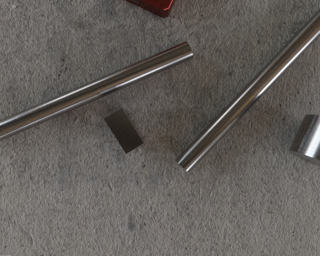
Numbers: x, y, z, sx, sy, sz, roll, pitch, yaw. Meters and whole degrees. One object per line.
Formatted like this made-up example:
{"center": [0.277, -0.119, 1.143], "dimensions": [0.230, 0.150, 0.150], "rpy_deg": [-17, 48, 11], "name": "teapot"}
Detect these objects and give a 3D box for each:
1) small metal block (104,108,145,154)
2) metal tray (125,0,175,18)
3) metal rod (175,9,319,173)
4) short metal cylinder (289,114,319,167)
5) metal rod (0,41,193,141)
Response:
{"center": [-0.044, 0.003, 0.397], "dimensions": [0.025, 0.050, 0.050], "rpy_deg": [-32, 90, 0], "name": "small metal block"}
{"center": [-0.031, -0.215, 0.407], "dimensions": [0.131, 0.030, 0.090], "rpy_deg": [25, 90, -1], "name": "metal tray"}
{"center": [0.133, -0.057, 0.411], "dimensions": [0.025, 0.025, 0.300], "rpy_deg": [44, 90, -1], "name": "metal rod"}
{"center": [0.210, 0.022, 0.385], "dimensions": [0.080, 0.080, 0.050], "rpy_deg": [24, 90, -1], "name": "short metal cylinder"}
{"center": [-0.099, -0.044, 0.408], "dimensions": [0.301, 0.025, 0.025], "rpy_deg": [-23, 90, -1], "name": "metal rod"}
